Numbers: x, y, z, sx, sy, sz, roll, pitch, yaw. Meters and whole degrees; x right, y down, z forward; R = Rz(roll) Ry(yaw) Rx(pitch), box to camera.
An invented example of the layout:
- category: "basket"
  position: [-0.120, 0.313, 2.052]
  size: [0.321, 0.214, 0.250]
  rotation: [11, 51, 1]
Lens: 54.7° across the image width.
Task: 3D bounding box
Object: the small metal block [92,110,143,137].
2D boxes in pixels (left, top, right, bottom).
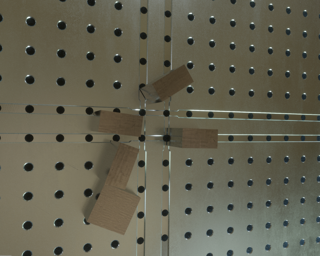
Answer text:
- category: "small metal block"
  position: [-0.053, -0.005, 0.380]
  size: [0.050, 0.050, 0.025]
  rotation: [8, 88, -20]

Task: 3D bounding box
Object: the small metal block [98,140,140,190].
- category: "small metal block"
  position: [-0.052, 0.044, 0.381]
  size: [0.025, 0.050, 0.050]
  rotation: [22, 83, -19]

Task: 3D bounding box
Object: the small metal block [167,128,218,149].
- category: "small metal block"
  position: [0.043, 0.013, 0.416]
  size: [0.050, 0.050, 0.025]
  rotation: [2, 90, -20]

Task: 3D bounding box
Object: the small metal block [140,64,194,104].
- category: "small metal block"
  position: [0.008, -0.056, 0.403]
  size: [0.050, 0.050, 0.025]
  rotation: [-34, 101, -17]

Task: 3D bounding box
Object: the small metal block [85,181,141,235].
- category: "small metal block"
  position: [-0.060, 0.100, 0.391]
  size: [0.050, 0.025, 0.050]
  rotation: [27, 81, -18]
